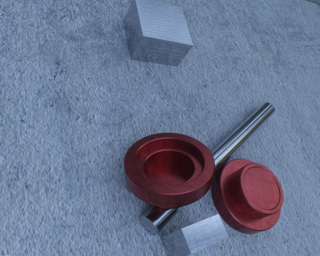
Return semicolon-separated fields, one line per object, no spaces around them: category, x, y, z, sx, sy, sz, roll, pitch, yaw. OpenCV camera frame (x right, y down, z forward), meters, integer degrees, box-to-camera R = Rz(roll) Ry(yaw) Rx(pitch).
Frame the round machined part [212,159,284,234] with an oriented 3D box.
round machined part;0.121;0.085;0.406;0.099;0.042;0.098;14;56;-21

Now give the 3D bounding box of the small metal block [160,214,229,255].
small metal block;0.036;0.119;0.335;0.050;0.050;0.025;-10;67;-32

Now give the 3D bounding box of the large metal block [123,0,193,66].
large metal block;-0.005;-0.147;0.475;0.081;0.050;0.080;2;61;-27

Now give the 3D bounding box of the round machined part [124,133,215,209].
round machined part;0.010;0.051;0.349;0.099;0.042;0.098;1;37;0

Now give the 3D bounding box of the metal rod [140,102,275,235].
metal rod;0.084;0.037;0.426;0.025;0.025;0.302;50;51;6
